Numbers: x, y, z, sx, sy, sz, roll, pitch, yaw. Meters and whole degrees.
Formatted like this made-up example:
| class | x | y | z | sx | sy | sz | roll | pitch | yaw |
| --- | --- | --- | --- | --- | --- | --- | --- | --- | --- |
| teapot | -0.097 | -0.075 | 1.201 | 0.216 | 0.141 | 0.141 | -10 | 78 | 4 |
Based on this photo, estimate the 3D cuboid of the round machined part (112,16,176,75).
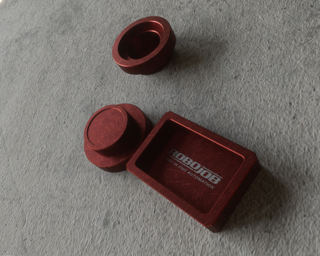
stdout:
| class | x | y | z | sx | sy | sz | roll | pitch | yaw |
| --- | --- | --- | --- | --- | --- | --- | --- | --- | --- |
| round machined part | -0.021 | -0.121 | 0.476 | 0.098 | 0.042 | 0.098 | -13 | 56 | 20 |

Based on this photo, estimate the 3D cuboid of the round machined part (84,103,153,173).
| class | x | y | z | sx | sy | sz | roll | pitch | yaw |
| --- | --- | --- | --- | --- | --- | --- | --- | --- | --- |
| round machined part | -0.063 | 0.007 | 0.420 | 0.098 | 0.042 | 0.098 | -13 | 56 | 20 |

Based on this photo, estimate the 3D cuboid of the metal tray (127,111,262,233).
| class | x | y | z | sx | sy | sz | roll | pitch | yaw |
| --- | --- | --- | --- | --- | --- | --- | --- | --- | --- |
| metal tray | 0.034 | 0.044 | 0.354 | 0.130 | 0.030 | 0.090 | 29 | 77 | 37 |
